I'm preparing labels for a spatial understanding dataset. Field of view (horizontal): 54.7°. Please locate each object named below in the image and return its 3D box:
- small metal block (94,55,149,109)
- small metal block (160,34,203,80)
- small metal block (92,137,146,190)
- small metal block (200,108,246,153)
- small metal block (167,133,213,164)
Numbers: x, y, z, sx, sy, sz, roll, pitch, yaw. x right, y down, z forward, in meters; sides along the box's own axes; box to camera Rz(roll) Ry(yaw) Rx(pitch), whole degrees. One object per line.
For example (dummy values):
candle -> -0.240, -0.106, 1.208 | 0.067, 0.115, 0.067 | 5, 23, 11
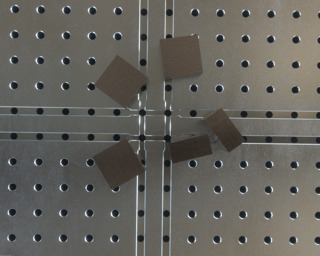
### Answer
small metal block -> -0.050, -0.060, 0.413 | 0.050, 0.025, 0.050 | 37, 90, -1
small metal block -> 0.028, -0.094, 0.414 | 0.050, 0.025, 0.050 | -8, 90, -1
small metal block -> -0.053, 0.047, 0.413 | 0.050, 0.025, 0.050 | -30, 90, -1
small metal block -> 0.079, 0.003, 0.402 | 0.025, 0.050, 0.050 | -36, 90, 0
small metal block -> 0.037, 0.025, 0.401 | 0.050, 0.050, 0.025 | -13, 90, 0
